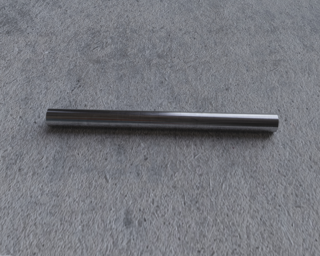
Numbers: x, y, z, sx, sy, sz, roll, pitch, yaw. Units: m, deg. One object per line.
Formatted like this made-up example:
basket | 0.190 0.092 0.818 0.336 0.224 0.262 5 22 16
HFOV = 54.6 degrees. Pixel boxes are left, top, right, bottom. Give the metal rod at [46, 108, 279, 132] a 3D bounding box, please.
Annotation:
metal rod | 0.002 -0.010 0.414 0.302 0.025 0.025 1 50 1
